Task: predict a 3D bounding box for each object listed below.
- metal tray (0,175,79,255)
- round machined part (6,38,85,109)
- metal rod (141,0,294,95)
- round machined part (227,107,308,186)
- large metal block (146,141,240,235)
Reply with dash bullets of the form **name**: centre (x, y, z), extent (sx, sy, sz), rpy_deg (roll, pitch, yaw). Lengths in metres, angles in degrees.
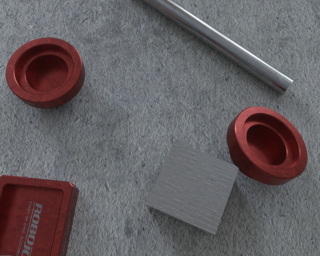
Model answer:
- **metal tray**: centre (-0.153, 0.125, 0.357), extent (0.091, 0.030, 0.130), rpy_deg (6, 70, 2)
- **round machined part**: centre (-0.151, -0.071, 0.423), extent (0.099, 0.042, 0.098), rpy_deg (0, 70, -1)
- **metal rod**: centre (0.062, -0.146, 0.462), extent (0.300, 0.025, 0.025), rpy_deg (38, 74, 12)
- **round machined part**: centre (0.125, 0.025, 0.379), extent (0.099, 0.042, 0.098), rpy_deg (11, 54, -16)
- **large metal block**: centre (0.038, 0.072, 0.369), extent (0.080, 0.050, 0.080), rpy_deg (23, 71, 7)
